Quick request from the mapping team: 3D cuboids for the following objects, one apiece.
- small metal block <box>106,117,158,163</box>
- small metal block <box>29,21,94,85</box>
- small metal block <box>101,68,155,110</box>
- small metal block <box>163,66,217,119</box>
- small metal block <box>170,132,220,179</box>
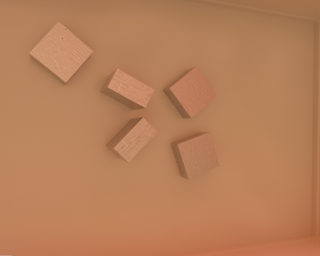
[{"bbox_3d":[-0.037,0.014,0.385,0.025,0.050,0.050,47,75,-15],"label":"small metal block"},{"bbox_3d":[-0.117,-0.087,0.368,0.050,0.025,0.050,40,77,-16],"label":"small metal block"},{"bbox_3d":[-0.042,-0.046,0.383,0.050,0.050,0.025,28,81,-18],"label":"small metal block"},{"bbox_3d":[0.041,-0.048,0.427,0.050,0.025,0.050,-41,103,-16],"label":"small metal block"},{"bbox_3d":[0.049,0.037,0.430,0.050,0.025,0.050,-20,97,-19],"label":"small metal block"}]
